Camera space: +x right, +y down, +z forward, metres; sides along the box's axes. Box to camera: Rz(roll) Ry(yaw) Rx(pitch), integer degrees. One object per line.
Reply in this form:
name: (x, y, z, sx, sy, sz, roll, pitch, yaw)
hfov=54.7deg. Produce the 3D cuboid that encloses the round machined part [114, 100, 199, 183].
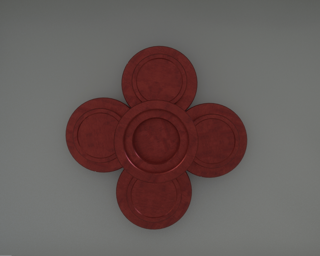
round machined part: (-0.004, 0.015, 0.380, 0.099, 0.042, 0.097, 0, 90, 0)

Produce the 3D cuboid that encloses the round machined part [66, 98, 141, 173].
round machined part: (-0.073, 0.009, 0.400, 0.099, 0.042, 0.097, 0, 90, 0)

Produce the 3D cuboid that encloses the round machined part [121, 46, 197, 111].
round machined part: (-0.001, -0.058, 0.400, 0.099, 0.042, 0.097, 0, 90, 0)

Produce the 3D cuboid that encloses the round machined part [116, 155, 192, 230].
round machined part: (-0.008, 0.083, 0.401, 0.099, 0.042, 0.097, 0, 88, -1)

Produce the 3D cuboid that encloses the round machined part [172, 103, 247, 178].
round machined part: (0.064, 0.016, 0.401, 0.099, 0.042, 0.097, 0, 90, 0)
